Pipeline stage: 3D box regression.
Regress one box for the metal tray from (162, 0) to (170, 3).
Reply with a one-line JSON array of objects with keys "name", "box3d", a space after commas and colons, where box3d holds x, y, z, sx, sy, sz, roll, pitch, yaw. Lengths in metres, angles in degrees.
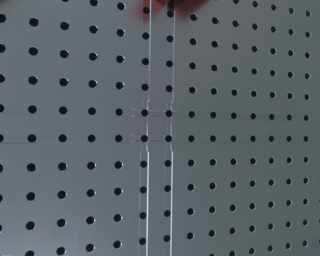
[{"name": "metal tray", "box3d": [0.040, -0.233, 0.391, 0.030, 0.090, 0.130, 30, 80, -17]}]
